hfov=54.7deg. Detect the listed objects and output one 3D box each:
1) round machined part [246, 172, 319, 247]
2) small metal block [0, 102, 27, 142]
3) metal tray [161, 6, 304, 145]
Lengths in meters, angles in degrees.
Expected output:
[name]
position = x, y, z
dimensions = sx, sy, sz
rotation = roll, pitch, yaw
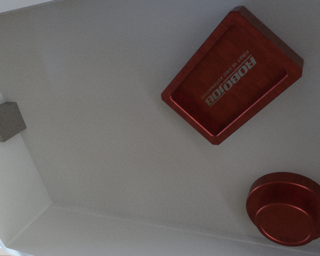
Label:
[round machined part]
position = 0.156, 0.106, 0.381
dimensions = 0.098, 0.042, 0.097
rotation = 13, 124, 20
[small metal block]
position = -0.260, -0.011, 0.520
dimensions = 0.025, 0.050, 0.050
rotation = 4, 120, 26
[metal tray]
position = 0.072, -0.050, 0.335
dimensions = 0.090, 0.030, 0.129
rotation = 42, 129, -1
